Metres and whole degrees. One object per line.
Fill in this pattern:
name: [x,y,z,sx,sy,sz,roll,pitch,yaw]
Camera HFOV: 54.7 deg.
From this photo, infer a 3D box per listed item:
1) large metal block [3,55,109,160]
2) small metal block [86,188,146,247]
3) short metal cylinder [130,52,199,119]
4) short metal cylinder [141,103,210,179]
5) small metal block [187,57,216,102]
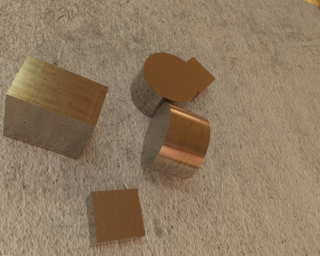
large metal block: [-0.109,-0.017,0.321,0.080,0.080,0.050,21,54,-16]
small metal block: [-0.047,0.093,0.323,0.050,0.025,0.050,2,61,-28]
short metal cylinder: [0.006,-0.056,0.427,0.081,0.050,0.080,14,56,-21]
short metal cylinder: [0.017,0.016,0.370,0.050,0.080,0.080,20,54,-17]
small metal block: [0.050,-0.076,0.479,0.050,0.025,0.050,46,51,3]
